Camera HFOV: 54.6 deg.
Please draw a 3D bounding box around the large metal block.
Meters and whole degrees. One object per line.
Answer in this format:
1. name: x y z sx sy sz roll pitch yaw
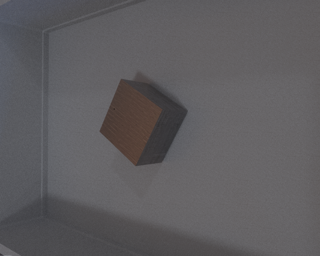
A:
1. large metal block: -0.024 -0.008 0.407 0.080 0.050 0.080 39 113 33
